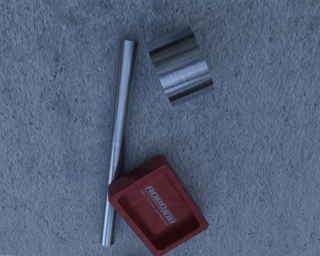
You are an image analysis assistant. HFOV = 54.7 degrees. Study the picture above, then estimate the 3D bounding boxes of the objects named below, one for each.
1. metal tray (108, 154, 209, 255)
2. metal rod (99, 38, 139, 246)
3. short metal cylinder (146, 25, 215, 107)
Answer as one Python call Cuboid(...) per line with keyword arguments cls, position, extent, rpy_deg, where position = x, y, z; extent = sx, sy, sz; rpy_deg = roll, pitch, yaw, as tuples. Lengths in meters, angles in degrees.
Cuboid(cls="metal tray", position=(-0.001, 0.111, 0.433), extent=(0.090, 0.030, 0.130), rpy_deg=(-32, 114, 2))
Cuboid(cls="metal rod", position=(-0.059, 0.033, 0.421), extent=(0.025, 0.025, 0.298), rpy_deg=(8, 110, -3))
Cuboid(cls="short metal cylinder", position=(0.024, -0.070, 0.355), extent=(0.050, 0.080, 0.080), rpy_deg=(-22, 109, 8))
